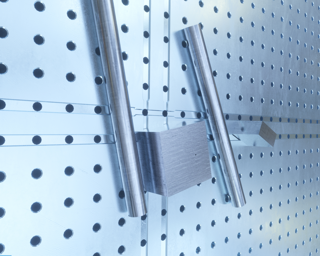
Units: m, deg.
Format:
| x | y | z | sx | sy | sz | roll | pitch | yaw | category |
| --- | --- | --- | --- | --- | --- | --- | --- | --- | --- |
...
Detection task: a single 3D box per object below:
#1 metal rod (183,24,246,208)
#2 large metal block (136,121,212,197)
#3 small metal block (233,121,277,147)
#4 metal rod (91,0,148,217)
| x | y | z | sx | sy | sz | roll | pitch | yaw | category |
| --- | --- | --- | --- | --- | --- | --- | --- | --- | --- |
| 0.090 | -0.010 | 0.486 | 0.025 | 0.025 | 0.298 | -29 | 108 | -37 | metal rod |
| 0.019 | 0.036 | 0.411 | 0.081 | 0.050 | 0.079 | -14 | 99 | -39 | large metal block |
| 0.163 | 0.010 | 0.533 | 0.050 | 0.050 | 0.025 | 33 | 69 | -36 | small metal block |
| -0.050 | -0.040 | 0.368 | 0.025 | 0.025 | 0.298 | -15 | 100 | -39 | metal rod |
